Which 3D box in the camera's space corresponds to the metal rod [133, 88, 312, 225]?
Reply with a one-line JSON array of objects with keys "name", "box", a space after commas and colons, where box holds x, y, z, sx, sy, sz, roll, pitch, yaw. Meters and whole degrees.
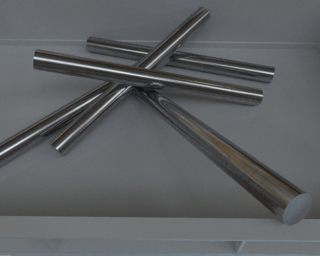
[{"name": "metal rod", "box": [0.031, -0.002, 0.330, 0.025, 0.025, 0.300, -20, 29, -17]}]

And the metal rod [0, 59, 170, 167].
[{"name": "metal rod", "box": [-0.106, -0.030, 0.420, 0.302, 0.025, 0.025, -36, 59, -24]}]

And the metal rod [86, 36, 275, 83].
[{"name": "metal rod", "box": [0.027, -0.112, 0.499, 0.301, 0.025, 0.025, 12, 51, 9]}]

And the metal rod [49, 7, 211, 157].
[{"name": "metal rod", "box": [-0.030, -0.076, 0.431, 0.025, 0.025, 0.301, 34, 68, 25]}]

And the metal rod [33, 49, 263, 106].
[{"name": "metal rod", "box": [-0.004, -0.063, 0.408, 0.302, 0.025, 0.025, 7, 49, -14]}]
